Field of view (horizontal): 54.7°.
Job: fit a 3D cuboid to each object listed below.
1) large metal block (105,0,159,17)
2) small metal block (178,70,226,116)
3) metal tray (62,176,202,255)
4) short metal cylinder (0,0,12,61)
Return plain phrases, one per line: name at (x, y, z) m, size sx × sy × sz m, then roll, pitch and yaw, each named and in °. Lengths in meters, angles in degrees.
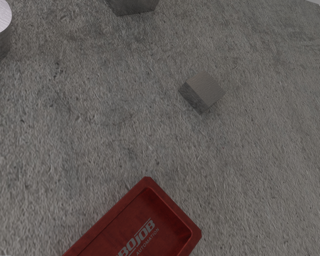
large metal block at (-0.037, -0.228, 0.488) m, size 0.081 × 0.080 × 0.050 m, roll -25°, pitch 76°, yaw -37°
small metal block at (0.064, -0.055, 0.472) m, size 0.050 × 0.025 × 0.050 m, roll 49°, pitch 51°, yaw 6°
metal tray at (-0.027, 0.122, 0.310) m, size 0.090 × 0.030 × 0.131 m, roll 46°, pitch 51°, yaw 4°
short metal cylinder at (-0.210, -0.114, 0.344) m, size 0.081 × 0.050 × 0.080 m, roll 14°, pitch 56°, yaw -21°
